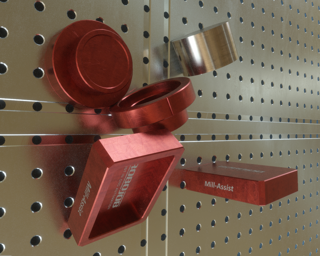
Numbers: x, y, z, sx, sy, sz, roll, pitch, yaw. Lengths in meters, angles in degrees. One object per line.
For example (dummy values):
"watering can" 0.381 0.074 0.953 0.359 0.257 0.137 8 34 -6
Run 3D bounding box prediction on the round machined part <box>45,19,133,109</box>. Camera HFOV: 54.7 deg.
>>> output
"round machined part" -0.070 -0.070 0.341 0.099 0.042 0.097 0 90 -40

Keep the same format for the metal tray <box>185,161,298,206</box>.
"metal tray" 0.111 0.073 0.437 0.091 0.130 0.030 -6 94 -40

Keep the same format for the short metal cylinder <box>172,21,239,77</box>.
"short metal cylinder" 0.062 -0.109 0.428 0.081 0.080 0.050 -33 111 -35

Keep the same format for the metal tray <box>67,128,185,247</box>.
"metal tray" -0.038 0.063 0.325 0.091 0.030 0.129 -9 136 -40

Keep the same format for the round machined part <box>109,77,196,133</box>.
"round machined part" -0.005 -0.021 0.359 0.099 0.098 0.042 -34 114 -35
